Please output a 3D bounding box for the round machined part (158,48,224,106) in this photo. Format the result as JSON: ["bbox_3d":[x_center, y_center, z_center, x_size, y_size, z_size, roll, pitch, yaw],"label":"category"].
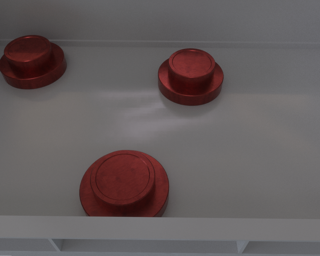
[{"bbox_3d":[0.046,-0.082,0.464,0.099,0.042,0.098,0,50,0],"label":"round machined part"}]

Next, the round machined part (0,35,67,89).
[{"bbox_3d":[-0.201,-0.109,0.484,0.099,0.042,0.098,0,50,0],"label":"round machined part"}]

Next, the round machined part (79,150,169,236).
[{"bbox_3d":[-0.039,0.063,0.341,0.099,0.042,0.098,0,50,0],"label":"round machined part"}]
